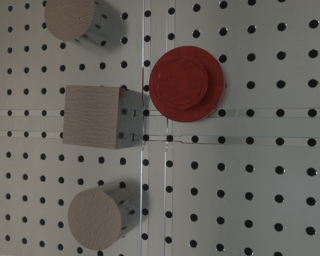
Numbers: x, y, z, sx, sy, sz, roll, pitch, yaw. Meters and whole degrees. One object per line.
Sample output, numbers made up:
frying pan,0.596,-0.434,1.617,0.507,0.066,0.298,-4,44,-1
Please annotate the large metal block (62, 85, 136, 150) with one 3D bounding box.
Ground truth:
large metal block,-0.083,-0.015,0.429,0.080,0.050,0.079,5,92,20

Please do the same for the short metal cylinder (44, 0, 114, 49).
short metal cylinder,-0.114,-0.157,0.439,0.080,0.050,0.080,0,90,20

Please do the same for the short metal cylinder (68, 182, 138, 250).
short metal cylinder,-0.078,0.119,0.427,0.080,0.050,0.080,0,90,20

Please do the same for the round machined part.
round machined part,0.031,-0.056,0.392,0.098,0.042,0.097,0,90,20
